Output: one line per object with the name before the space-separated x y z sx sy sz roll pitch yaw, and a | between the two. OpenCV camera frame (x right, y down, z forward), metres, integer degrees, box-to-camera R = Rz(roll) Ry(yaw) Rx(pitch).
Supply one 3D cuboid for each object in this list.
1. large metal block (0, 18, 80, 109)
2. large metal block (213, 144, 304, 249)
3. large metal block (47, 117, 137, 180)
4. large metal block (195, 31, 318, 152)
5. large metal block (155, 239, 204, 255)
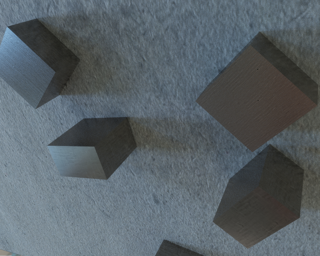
large metal block | -0.170 -0.087 0.424 0.080 0.050 0.080 44 129 -3
large metal block | 0.115 0.078 0.359 0.050 0.080 0.080 38 129 2
large metal block | -0.092 0.026 0.434 0.080 0.080 0.050 -1 118 28
large metal block | 0.098 -0.036 0.316 0.080 0.050 0.080 42 129 -1
large metal block | 0.031 0.249 0.527 0.080 0.050 0.079 16 125 19
